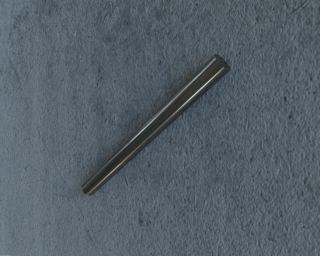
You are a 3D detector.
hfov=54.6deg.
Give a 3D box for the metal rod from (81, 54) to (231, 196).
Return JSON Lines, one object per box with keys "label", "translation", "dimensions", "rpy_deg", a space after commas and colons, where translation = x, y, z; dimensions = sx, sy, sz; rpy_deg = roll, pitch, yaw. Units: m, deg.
{"label": "metal rod", "translation": [-0.023, 0.012, 0.427], "dimensions": [0.299, 0.025, 0.025], "rpy_deg": [-43, 64, 31]}
